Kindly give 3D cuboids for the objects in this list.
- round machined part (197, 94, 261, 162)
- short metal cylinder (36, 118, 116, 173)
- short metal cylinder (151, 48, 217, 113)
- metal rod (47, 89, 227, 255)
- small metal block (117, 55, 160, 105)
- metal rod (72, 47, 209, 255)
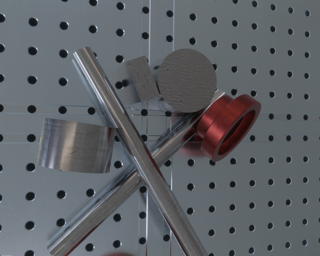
[{"bbox_3d":[0.087,-0.005,0.416,0.098,0.098,0.042,-42,64,-15],"label":"round machined part"},{"bbox_3d":[-0.093,0.019,0.349,0.081,0.080,0.050,9,87,-20],"label":"short metal cylinder"},{"bbox_3d":[0.027,-0.059,0.409,0.081,0.050,0.079,0,91,-20],"label":"short metal cylinder"},{"bbox_3d":[-0.017,0.052,0.406,0.301,0.025,0.025,-42,104,-15],"label":"metal rod"},{"bbox_3d":[-0.028,-0.059,0.389,0.025,0.050,0.050,-22,98,-19],"label":"small metal block"},{"bbox_3d":[-0.022,0.038,0.379,0.025,0.025,0.299,-30,91,-18],"label":"metal rod"}]
